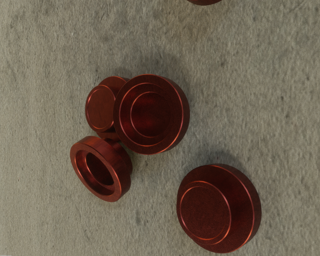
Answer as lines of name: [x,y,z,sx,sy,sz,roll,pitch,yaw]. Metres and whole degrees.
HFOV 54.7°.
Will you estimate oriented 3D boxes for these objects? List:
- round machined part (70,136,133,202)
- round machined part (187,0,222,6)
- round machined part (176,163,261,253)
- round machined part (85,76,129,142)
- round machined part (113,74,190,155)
round machined part: [-0.078,0.053,0.439,0.098,0.042,0.097,23,131,29]
round machined part: [0.059,-0.186,0.344,0.098,0.042,0.097,0,90,39]
round machined part: [0.057,0.090,0.345,0.098,0.042,0.097,0,90,39]
round machined part: [-0.072,-0.027,0.451,0.098,0.042,0.097,0,90,39]
round machined part: [-0.007,-0.017,0.390,0.098,0.042,0.097,1,92,28]
